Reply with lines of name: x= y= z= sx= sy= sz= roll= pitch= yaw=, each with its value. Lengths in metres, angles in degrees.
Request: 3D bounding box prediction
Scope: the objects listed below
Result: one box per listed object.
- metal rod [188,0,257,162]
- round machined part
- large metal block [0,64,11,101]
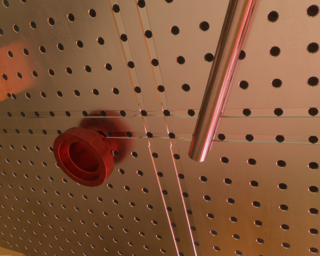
metal rod: x=0.072 y=-0.084 z=0.321 sx=0.025 sy=0.025 sz=0.298 roll=22 pitch=127 yaw=15
round machined part: x=-0.114 y=0.041 z=0.486 sx=0.098 sy=0.042 sz=0.097 roll=13 pitch=124 yaw=21
large metal block: x=-0.303 y=-0.083 z=0.504 sx=0.080 sy=0.050 sz=0.079 roll=9 pitch=123 yaw=23
